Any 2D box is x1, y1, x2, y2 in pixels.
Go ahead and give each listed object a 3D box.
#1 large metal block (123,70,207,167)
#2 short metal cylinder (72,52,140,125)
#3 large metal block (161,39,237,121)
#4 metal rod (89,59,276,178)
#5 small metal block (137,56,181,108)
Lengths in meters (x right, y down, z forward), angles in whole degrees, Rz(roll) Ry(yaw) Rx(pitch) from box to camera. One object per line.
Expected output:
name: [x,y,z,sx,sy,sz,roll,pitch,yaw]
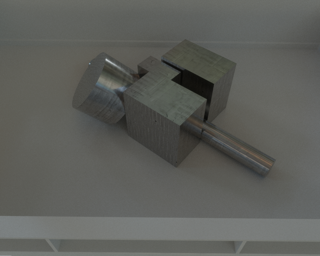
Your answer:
large metal block: [0.005,-0.011,0.378,0.080,0.080,0.050,32,57,23]
short metal cylinder: [-0.071,-0.050,0.401,0.050,0.080,0.080,29,43,-29]
large metal block: [0.049,-0.061,0.420,0.080,0.080,0.050,33,57,24]
metal rod: [0.014,-0.025,0.425,0.300,0.025,0.025,32,57,23]
small metal block: [-0.001,-0.059,0.407,0.050,0.050,0.025,33,58,24]
